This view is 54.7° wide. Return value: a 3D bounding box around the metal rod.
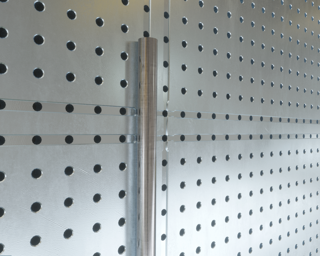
[{"bbox_3d":[-0.017,0.036,0.397,0.025,0.025,0.298,1,90,-40],"label":"metal rod"}]
